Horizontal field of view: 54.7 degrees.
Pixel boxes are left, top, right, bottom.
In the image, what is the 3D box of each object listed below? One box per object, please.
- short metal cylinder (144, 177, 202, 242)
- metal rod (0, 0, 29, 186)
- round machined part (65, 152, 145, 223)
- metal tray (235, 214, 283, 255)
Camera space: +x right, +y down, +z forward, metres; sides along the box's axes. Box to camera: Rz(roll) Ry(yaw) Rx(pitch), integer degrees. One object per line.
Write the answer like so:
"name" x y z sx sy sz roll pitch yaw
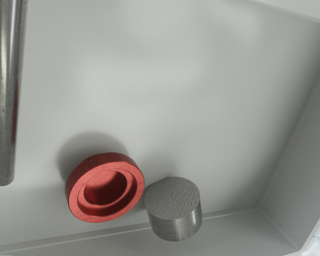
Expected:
"short metal cylinder" 0.021 0.119 0.460 0.081 0.080 0.050 -22 127 -16
"metal rod" -0.121 -0.030 0.240 0.025 0.025 0.298 -1 146 -28
"round machined part" -0.073 0.072 0.404 0.099 0.042 0.097 -14 125 -21
"metal tray" 0.218 0.259 0.690 0.091 0.030 0.129 -13 124 -21
